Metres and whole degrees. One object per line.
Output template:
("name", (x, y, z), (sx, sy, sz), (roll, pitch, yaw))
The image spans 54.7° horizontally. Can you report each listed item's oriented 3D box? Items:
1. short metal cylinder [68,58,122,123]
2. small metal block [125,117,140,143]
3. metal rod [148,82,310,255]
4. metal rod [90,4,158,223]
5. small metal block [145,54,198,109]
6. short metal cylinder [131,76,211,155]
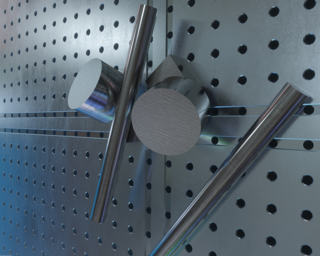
("short metal cylinder", (-0.088, -0.053, 0.448), (0.080, 0.050, 0.080), (-27, 49, 36))
("small metal block", (-0.042, -0.004, 0.444), (0.050, 0.025, 0.050), (-8, 85, 39))
("metal rod", (0.060, 0.077, 0.360), (0.025, 0.025, 0.298), (47, 118, 29))
("metal rod", (-0.051, -0.010, 0.419), (0.025, 0.025, 0.298), (24, 105, 37))
("small metal block", (0.015, -0.057, 0.397), (0.050, 0.025, 0.050), (-44, 64, 31))
("short metal cylinder", (0.014, -0.015, 0.360), (0.080, 0.050, 0.079), (8, 116, 18))
